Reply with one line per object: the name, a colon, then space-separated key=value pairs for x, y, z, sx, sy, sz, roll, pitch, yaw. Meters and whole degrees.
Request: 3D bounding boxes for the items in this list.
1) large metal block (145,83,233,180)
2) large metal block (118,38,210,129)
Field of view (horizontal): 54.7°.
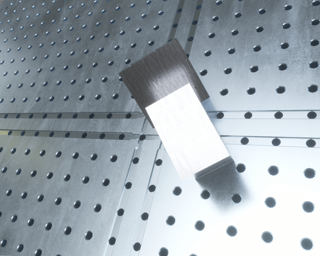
large metal block: x=0.035 y=0.008 z=0.333 sx=0.050 sy=0.080 sz=0.080 roll=-29 pitch=75 yaw=9
large metal block: x=0.006 y=-0.059 z=0.396 sx=0.080 sy=0.080 sz=0.050 roll=-29 pitch=15 yaw=9
